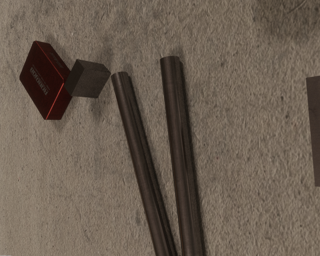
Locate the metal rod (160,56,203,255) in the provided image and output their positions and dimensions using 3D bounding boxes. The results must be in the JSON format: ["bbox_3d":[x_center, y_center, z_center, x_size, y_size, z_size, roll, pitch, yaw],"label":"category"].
[{"bbox_3d":[0.029,0.060,0.379,0.025,0.025,0.298,-11,83,39],"label":"metal rod"}]

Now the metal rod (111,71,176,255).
[{"bbox_3d":[-0.020,0.064,0.419,0.025,0.025,0.299,-25,75,37],"label":"metal rod"}]

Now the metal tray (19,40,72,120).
[{"bbox_3d":[-0.208,-0.088,0.570,0.130,0.030,0.089,49,119,28],"label":"metal tray"}]

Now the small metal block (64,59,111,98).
[{"bbox_3d":[-0.112,-0.075,0.478,0.025,0.050,0.050,49,119,28],"label":"small metal block"}]

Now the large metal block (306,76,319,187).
[{"bbox_3d":[0.155,0.001,0.241,0.050,0.081,0.080,-6,87,39],"label":"large metal block"}]
